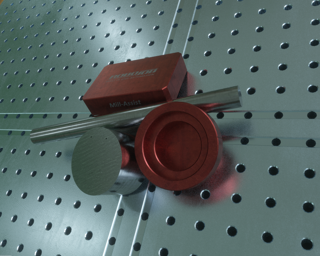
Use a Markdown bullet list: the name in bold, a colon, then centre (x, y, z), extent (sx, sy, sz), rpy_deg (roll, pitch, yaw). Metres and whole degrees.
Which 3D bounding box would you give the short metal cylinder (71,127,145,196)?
- **short metal cylinder**: centre (-0.062, 0.042, 0.382), extent (0.080, 0.050, 0.080), rpy_deg (-7, 76, 32)

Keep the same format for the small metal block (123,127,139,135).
- **small metal block**: centre (-0.037, 0.012, 0.430), extent (0.050, 0.025, 0.050), rpy_deg (20, 72, 35)

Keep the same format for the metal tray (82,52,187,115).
- **metal tray**: centre (-0.035, -0.063, 0.442), extent (0.130, 0.030, 0.090), rpy_deg (-4, 41, 25)

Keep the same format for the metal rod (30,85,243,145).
- **metal rod**: centre (-0.047, -0.011, 0.405), extent (0.301, 0.025, 0.025), rpy_deg (-10, 58, 22)

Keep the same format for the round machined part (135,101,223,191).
- **round machined part**: centre (0.024, 0.021, 0.356), extent (0.098, 0.042, 0.097), rpy_deg (-3, 82, 24)
